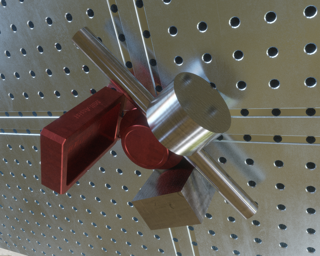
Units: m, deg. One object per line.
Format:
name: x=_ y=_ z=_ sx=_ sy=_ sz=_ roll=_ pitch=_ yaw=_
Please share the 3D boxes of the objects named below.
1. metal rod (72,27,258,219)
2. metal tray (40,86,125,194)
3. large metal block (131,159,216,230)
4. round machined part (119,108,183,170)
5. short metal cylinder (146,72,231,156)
metal rod: x=0.009 y=-0.003 z=0.376 sx=0.300 sy=0.025 sz=0.025 roll=46 pitch=129 yaw=-5
metal tray: x=-0.096 y=0.012 z=0.400 sx=0.030 sy=0.131 sz=0.089 roll=25 pitch=127 yaw=13
large metal block: x=0.023 y=0.086 z=0.415 sx=0.080 sy=0.080 sz=0.050 roll=-21 pitch=108 yaw=35
round machined part: x=-0.012 y=0.017 z=0.415 sx=0.098 sy=0.042 sz=0.097 roll=13 pitch=124 yaw=20
short metal cylinder: x=0.032 y=-0.015 z=0.347 sx=0.080 sy=0.080 sz=0.050 roll=45 pitch=129 yaw=-3
